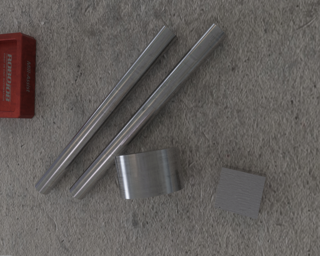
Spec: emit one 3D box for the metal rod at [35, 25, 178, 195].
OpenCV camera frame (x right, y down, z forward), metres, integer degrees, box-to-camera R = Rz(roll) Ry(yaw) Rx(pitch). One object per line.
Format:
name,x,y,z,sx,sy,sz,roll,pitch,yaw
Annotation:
metal rod,-0.082,-0.017,0.437,0.025,0.025,0.299,45,104,14

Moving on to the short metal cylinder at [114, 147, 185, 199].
short metal cylinder,-0.013,0.054,0.384,0.080,0.080,0.050,-10,87,20

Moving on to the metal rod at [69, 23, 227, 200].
metal rod,-0.024,-0.013,0.417,0.025,0.025,0.299,45,104,14

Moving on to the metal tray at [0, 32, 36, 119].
metal tray,-0.245,-0.081,0.492,0.090,0.030,0.129,2,91,19

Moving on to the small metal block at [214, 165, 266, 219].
small metal block,0.097,0.076,0.375,0.050,0.025,0.050,11,94,19
